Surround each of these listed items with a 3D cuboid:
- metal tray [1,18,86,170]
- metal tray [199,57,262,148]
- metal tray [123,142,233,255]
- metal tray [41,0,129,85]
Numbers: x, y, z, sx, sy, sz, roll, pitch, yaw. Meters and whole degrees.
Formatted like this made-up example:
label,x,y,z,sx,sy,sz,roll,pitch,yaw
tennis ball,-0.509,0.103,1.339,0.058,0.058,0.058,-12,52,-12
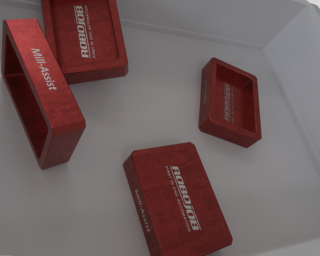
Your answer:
label,x,y,z,sx,sy,sz,roll,pitch,yaw
metal tray,-0.124,-0.033,0.316,0.030,0.090,0.130,-18,71,-35
metal tray,0.110,-0.042,0.486,0.091,0.030,0.130,20,54,-17
metal tray,0.019,0.085,0.361,0.091,0.030,0.130,-7,65,-31
metal tray,-0.096,-0.124,0.391,0.091,0.030,0.129,-10,76,-8
